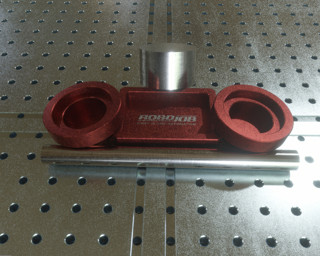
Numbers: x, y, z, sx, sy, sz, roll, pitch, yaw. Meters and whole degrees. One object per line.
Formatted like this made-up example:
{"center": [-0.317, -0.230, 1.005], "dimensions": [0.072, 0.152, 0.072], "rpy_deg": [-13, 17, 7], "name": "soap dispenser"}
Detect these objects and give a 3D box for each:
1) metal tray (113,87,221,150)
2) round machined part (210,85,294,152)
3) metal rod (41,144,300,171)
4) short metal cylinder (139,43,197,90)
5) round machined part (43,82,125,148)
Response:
{"center": [0.010, -0.012, 0.409], "dimensions": [0.131, 0.030, 0.090], "rpy_deg": [1, 51, 0], "name": "metal tray"}
{"center": [0.112, -0.008, 0.392], "dimensions": [0.099, 0.042, 0.098], "rpy_deg": [5, 48, -6], "name": "round machined part"}
{"center": [0.011, 0.035, 0.373], "dimensions": [0.302, 0.025, 0.025], "rpy_deg": [1, 50, 1], "name": "metal rod"}
{"center": [0.011, -0.090, 0.443], "dimensions": [0.081, 0.050, 0.080], "rpy_deg": [0, 24, 0], "name": "short metal cylinder"}
{"center": [-0.093, -0.012, 0.395], "dimensions": [0.099, 0.042, 0.098], "rpy_deg": [-5, 47, 6], "name": "round machined part"}
